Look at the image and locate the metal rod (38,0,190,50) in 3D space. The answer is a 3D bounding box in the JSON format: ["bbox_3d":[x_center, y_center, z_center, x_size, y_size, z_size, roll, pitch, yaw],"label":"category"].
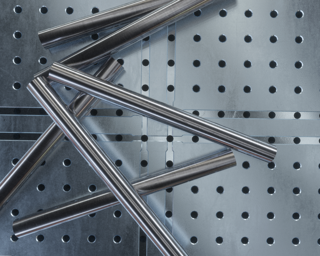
[{"bbox_3d":[-0.012,-0.162,0.413,0.301,0.025,0.025,-18,90,0],"label":"metal rod"}]

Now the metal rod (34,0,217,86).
[{"bbox_3d":[-0.025,-0.128,0.400,0.301,0.025,0.025,-26,90,5],"label":"metal rod"}]

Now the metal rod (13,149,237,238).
[{"bbox_3d":[-0.046,0.086,0.413,0.301,0.025,0.025,-18,90,0],"label":"metal rod"}]

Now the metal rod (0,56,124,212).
[{"bbox_3d":[-0.155,0.026,0.412,0.025,0.025,0.300,41,90,0],"label":"metal rod"}]

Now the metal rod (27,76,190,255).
[{"bbox_3d":[-0.060,0.060,0.386,0.025,0.025,0.300,-39,90,0],"label":"metal rod"}]

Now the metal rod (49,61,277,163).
[{"bbox_3d":[0.009,-0.018,0.398,0.301,0.025,0.025,21,90,-6],"label":"metal rod"}]
